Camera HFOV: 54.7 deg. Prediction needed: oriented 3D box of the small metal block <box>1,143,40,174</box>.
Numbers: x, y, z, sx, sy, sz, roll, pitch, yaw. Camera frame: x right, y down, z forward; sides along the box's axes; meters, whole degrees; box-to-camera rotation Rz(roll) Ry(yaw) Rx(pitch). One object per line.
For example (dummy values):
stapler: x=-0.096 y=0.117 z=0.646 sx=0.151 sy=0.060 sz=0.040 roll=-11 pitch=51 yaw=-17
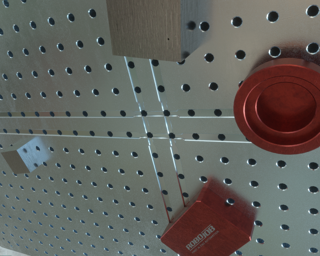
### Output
small metal block: x=-0.264 y=0.059 z=0.587 sx=0.050 sy=0.025 sz=0.050 roll=-9 pitch=114 yaw=32

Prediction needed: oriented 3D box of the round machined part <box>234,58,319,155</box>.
round machined part: x=0.129 y=-0.024 z=0.317 sx=0.098 sy=0.042 sz=0.097 roll=13 pitch=124 yaw=21

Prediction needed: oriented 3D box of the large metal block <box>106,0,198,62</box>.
large metal block: x=-0.007 y=-0.119 z=0.325 sx=0.080 sy=0.050 sz=0.079 roll=11 pitch=123 yaw=22

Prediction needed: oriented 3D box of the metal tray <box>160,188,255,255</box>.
metal tray: x=0.068 y=0.158 z=0.470 sx=0.090 sy=0.030 sz=0.129 roll=35 pitch=129 yaw=4
